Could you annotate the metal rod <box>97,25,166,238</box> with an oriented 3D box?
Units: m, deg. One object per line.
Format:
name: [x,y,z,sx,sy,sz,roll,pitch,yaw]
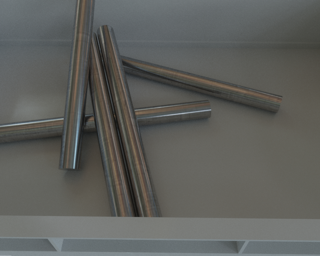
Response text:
metal rod: [-0.044,-0.018,0.388,0.025,0.025,0.299,-11,61,-9]

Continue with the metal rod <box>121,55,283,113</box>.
metal rod: [0.027,-0.075,0.467,0.301,0.025,0.025,17,52,13]

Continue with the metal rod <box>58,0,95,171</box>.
metal rod: [-0.104,-0.095,0.404,0.025,0.025,0.299,1,75,1]

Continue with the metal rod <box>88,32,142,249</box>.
metal rod: [-0.068,-0.008,0.381,0.025,0.025,0.299,-11,60,-9]

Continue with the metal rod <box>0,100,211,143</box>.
metal rod: [-0.082,-0.008,0.410,0.302,0.025,0.025,-7,51,-6]
